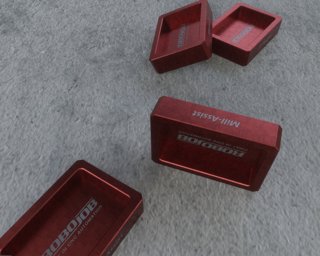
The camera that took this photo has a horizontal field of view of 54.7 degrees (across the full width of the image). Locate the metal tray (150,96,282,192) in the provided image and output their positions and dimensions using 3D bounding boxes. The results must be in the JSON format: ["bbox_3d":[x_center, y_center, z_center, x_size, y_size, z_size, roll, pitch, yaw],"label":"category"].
[{"bbox_3d":[0.056,0.020,0.345,0.131,0.089,0.030,15,52,12],"label":"metal tray"}]

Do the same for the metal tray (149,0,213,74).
[{"bbox_3d":[0.037,-0.151,0.502,0.090,0.030,0.130,-13,46,24],"label":"metal tray"}]

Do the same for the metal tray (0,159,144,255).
[{"bbox_3d":[-0.088,0.103,0.312,0.090,0.030,0.131,26,55,20],"label":"metal tray"}]

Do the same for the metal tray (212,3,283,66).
[{"bbox_3d":[0.143,-0.168,0.542,0.090,0.030,0.131,31,56,23],"label":"metal tray"}]
